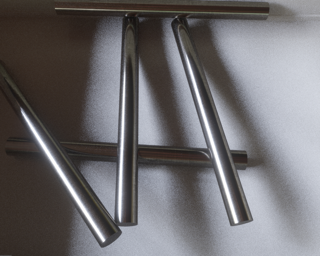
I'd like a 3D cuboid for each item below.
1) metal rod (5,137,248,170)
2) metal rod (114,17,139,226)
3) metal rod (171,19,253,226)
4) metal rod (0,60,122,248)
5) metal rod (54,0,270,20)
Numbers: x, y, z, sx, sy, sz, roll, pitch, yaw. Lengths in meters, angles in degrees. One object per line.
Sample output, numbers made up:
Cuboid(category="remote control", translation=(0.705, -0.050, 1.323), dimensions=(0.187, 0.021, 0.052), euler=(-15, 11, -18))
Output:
Cuboid(category="metal rod", translation=(-0.042, 0.032, 0.397), dimensions=(0.302, 0.025, 0.025), euler=(3, 70, 1))
Cuboid(category="metal rod", translation=(-0.040, -0.029, 0.400), dimensions=(0.025, 0.025, 0.299), euler=(-1, 63, -1))
Cuboid(category="metal rod", translation=(0.059, -0.028, 0.401), dimensions=(0.025, 0.025, 0.299), euler=(-11, 63, -4))
Cuboid(category="metal rod", translation=(-0.141, 0.013, 0.376), dimensions=(0.025, 0.025, 0.300), euler=(-37, 64, -12))
Cuboid(category="metal rod", translation=(0.004, -0.172, 0.447), dimensions=(0.302, 0.025, 0.025), euler=(1, 70, -1))
